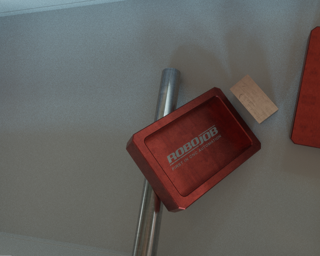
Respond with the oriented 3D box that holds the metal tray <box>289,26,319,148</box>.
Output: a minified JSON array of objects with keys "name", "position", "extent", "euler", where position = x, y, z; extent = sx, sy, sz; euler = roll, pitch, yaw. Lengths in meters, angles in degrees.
[{"name":"metal tray","position":[0.201,-0.039,0.337],"extent":[0.090,0.030,0.129],"euler":[11,93,19]}]

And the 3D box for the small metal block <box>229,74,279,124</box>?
[{"name":"small metal block","position":[0.110,-0.032,0.358],"extent":[0.025,0.050,0.050],"euler":[-41,78,15]}]

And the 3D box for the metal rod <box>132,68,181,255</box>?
[{"name":"metal rod","position":[-0.006,0.063,0.345],"extent":[0.025,0.025,0.299],"euler":[0,64,19]}]

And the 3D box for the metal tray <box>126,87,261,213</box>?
[{"name":"metal tray","position":[0.040,0.020,0.346],"extent":[0.131,0.030,0.090],"euler":[-31,82,-27]}]
